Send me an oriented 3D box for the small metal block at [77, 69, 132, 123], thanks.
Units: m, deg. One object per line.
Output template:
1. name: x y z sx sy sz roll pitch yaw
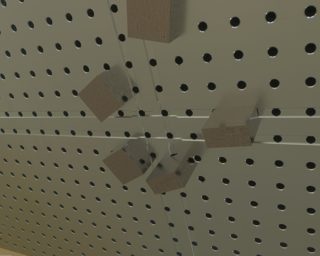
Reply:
1. small metal block: -0.076 -0.043 0.423 0.050 0.025 0.050 -33 101 38

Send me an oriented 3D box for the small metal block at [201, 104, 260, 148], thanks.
1. small metal block: 0.081 -0.002 0.350 0.050 0.050 0.025 -5 116 30

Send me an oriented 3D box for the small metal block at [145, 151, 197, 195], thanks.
1. small metal block: 0.016 0.061 0.423 0.050 0.050 0.025 -23 106 36

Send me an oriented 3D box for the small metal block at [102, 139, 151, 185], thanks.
1. small metal block: -0.050 0.052 0.468 0.050 0.025 0.050 -32 101 38

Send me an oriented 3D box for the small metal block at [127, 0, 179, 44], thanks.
1. small metal block: -0.008 -0.124 0.338 0.050 0.025 0.050 14 124 19
